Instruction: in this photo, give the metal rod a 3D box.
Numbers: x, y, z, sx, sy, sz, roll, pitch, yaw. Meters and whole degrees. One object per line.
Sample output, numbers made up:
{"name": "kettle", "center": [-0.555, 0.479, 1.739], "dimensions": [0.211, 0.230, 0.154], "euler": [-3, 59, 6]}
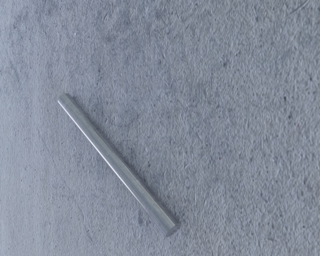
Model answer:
{"name": "metal rod", "center": [-0.075, 0.039, 0.468], "dimensions": [0.300, 0.025, 0.025], "euler": [44, 117, 31]}
